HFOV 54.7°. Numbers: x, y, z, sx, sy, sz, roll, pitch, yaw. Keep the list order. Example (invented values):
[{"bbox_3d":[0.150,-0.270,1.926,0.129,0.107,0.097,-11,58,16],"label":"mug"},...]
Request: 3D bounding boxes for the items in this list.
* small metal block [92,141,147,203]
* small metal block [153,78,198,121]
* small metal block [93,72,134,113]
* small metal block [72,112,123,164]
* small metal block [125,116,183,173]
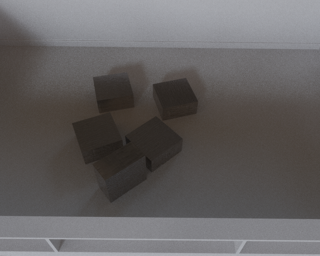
[{"bbox_3d":[-0.043,0.050,0.347,0.050,0.050,0.025,-31,57,-24],"label":"small metal block"},{"bbox_3d":[0.021,-0.041,0.440,0.050,0.025,0.050,-12,51,-11],"label":"small metal block"},{"bbox_3d":[-0.067,-0.052,0.448,0.050,0.025,0.050,-10,51,-9],"label":"small metal block"},{"bbox_3d":[-0.079,0.012,0.394,0.050,0.025,0.050,-18,53,-15],"label":"small metal block"},{"bbox_3d":[-0.008,0.019,0.389,0.050,0.025,0.050,-34,58,-25],"label":"small metal block"}]
